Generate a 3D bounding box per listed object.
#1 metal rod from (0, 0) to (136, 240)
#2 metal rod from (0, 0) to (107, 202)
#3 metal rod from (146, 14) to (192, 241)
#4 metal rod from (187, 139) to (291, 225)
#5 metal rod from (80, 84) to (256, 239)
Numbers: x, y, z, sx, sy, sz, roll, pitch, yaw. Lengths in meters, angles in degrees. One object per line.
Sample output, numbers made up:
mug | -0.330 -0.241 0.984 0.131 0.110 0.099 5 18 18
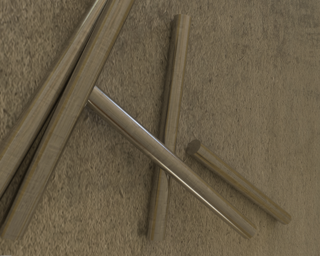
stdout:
metal rod | -0.082 -0.037 0.311 0.025 0.025 0.299 30 79 -36
metal rod | -0.111 -0.035 0.310 0.025 0.025 0.300 37 67 -34
metal rod | 0.013 -0.005 0.414 0.025 0.025 0.298 12 82 -39
metal rod | 0.148 0.103 0.528 0.301 0.025 0.025 37 67 -34
metal rod | 0.022 0.052 0.388 0.300 0.025 0.025 42 64 -20
